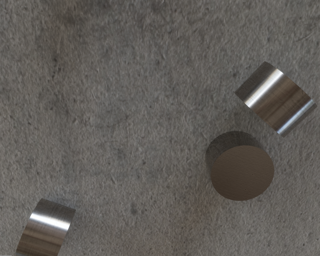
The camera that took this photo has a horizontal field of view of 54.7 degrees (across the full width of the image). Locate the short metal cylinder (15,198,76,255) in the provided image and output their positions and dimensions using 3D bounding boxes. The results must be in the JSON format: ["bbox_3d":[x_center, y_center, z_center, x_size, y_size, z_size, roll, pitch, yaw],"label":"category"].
[{"bbox_3d":[-0.157,0.145,0.432,0.050,0.080,0.079,22,109,-8],"label":"short metal cylinder"}]

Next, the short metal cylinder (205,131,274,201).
[{"bbox_3d":[0.105,0.050,0.416,0.081,0.050,0.079,0,110,-1],"label":"short metal cylinder"}]

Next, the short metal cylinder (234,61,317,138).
[{"bbox_3d":[0.136,-0.034,0.370,0.080,0.080,0.050,38,106,-13],"label":"short metal cylinder"}]
